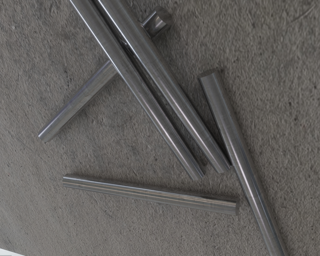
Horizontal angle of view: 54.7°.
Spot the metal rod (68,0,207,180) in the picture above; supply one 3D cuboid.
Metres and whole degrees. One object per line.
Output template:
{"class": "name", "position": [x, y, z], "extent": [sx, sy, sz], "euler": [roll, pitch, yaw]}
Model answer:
{"class": "metal rod", "position": [-0.026, -0.053, 0.360], "extent": [0.025, 0.025, 0.299], "euler": [-17, 118, 35]}

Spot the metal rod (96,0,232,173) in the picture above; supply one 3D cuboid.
{"class": "metal rod", "position": [-0.002, -0.064, 0.341], "extent": [0.025, 0.025, 0.300], "euler": [-20, 116, 36]}

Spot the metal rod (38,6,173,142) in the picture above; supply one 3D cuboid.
{"class": "metal rod", "position": [-0.093, -0.054, 0.422], "extent": [0.299, 0.025, 0.025], "euler": [-34, 99, 38]}

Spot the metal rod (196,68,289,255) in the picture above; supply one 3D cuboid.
{"class": "metal rod", "position": [0.113, 0.068, 0.388], "extent": [0.025, 0.025, 0.299], "euler": [-13, 112, 33]}

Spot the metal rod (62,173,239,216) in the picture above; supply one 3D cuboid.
{"class": "metal rod", "position": [-0.030, 0.099, 0.483], "extent": [0.300, 0.025, 0.025], "euler": [3, 120, 26]}
